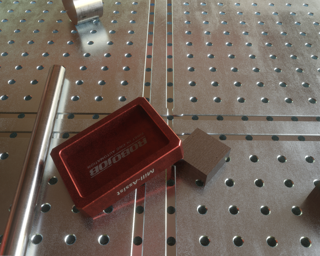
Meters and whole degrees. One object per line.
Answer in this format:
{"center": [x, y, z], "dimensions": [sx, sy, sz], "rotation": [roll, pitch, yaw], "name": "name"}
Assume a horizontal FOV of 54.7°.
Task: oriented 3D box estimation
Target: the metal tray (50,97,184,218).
{"center": [-0.050, 0.030, 0.361], "dimensions": [0.131, 0.030, 0.090], "rotation": [-32, 56, -10], "name": "metal tray"}

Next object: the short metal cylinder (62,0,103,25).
{"center": [-0.146, -0.237, 0.570], "dimensions": [0.050, 0.080, 0.080], "rotation": [-26, 55, -20], "name": "short metal cylinder"}

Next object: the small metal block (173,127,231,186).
{"center": [0.050, 0.034, 0.379], "dimensions": [0.050, 0.025, 0.050], "rotation": [33, 57, 24], "name": "small metal block"}

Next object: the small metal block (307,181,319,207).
{"center": [0.196, 0.073, 0.331], "dimensions": [0.025, 0.050, 0.050], "rotation": [-30, 56, -22], "name": "small metal block"}

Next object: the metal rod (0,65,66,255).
{"center": [-0.151, 0.026, 0.384], "dimensions": [0.025, 0.025, 0.300], "rotation": [-2, 50, -2], "name": "metal rod"}
